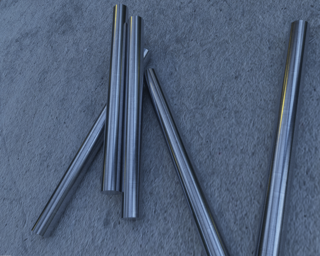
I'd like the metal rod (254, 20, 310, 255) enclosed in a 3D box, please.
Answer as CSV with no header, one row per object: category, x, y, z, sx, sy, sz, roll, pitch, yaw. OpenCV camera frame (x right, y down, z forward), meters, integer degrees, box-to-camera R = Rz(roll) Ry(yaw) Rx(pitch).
metal rod,0.133,0.005,0.330,0.025,0.025,0.300,4,63,29

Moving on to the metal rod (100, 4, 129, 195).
metal rod,-0.061,-0.057,0.438,0.025,0.025,0.299,-12,62,21

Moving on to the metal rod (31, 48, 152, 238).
metal rod,-0.089,0.009,0.443,0.025,0.025,0.300,15,69,34

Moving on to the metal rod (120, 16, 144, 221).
metal rod,-0.035,-0.031,0.419,0.025,0.025,0.299,-12,63,21

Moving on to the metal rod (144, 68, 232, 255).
metal rod,0.025,0.035,0.368,0.025,0.025,0.299,-27,52,11
